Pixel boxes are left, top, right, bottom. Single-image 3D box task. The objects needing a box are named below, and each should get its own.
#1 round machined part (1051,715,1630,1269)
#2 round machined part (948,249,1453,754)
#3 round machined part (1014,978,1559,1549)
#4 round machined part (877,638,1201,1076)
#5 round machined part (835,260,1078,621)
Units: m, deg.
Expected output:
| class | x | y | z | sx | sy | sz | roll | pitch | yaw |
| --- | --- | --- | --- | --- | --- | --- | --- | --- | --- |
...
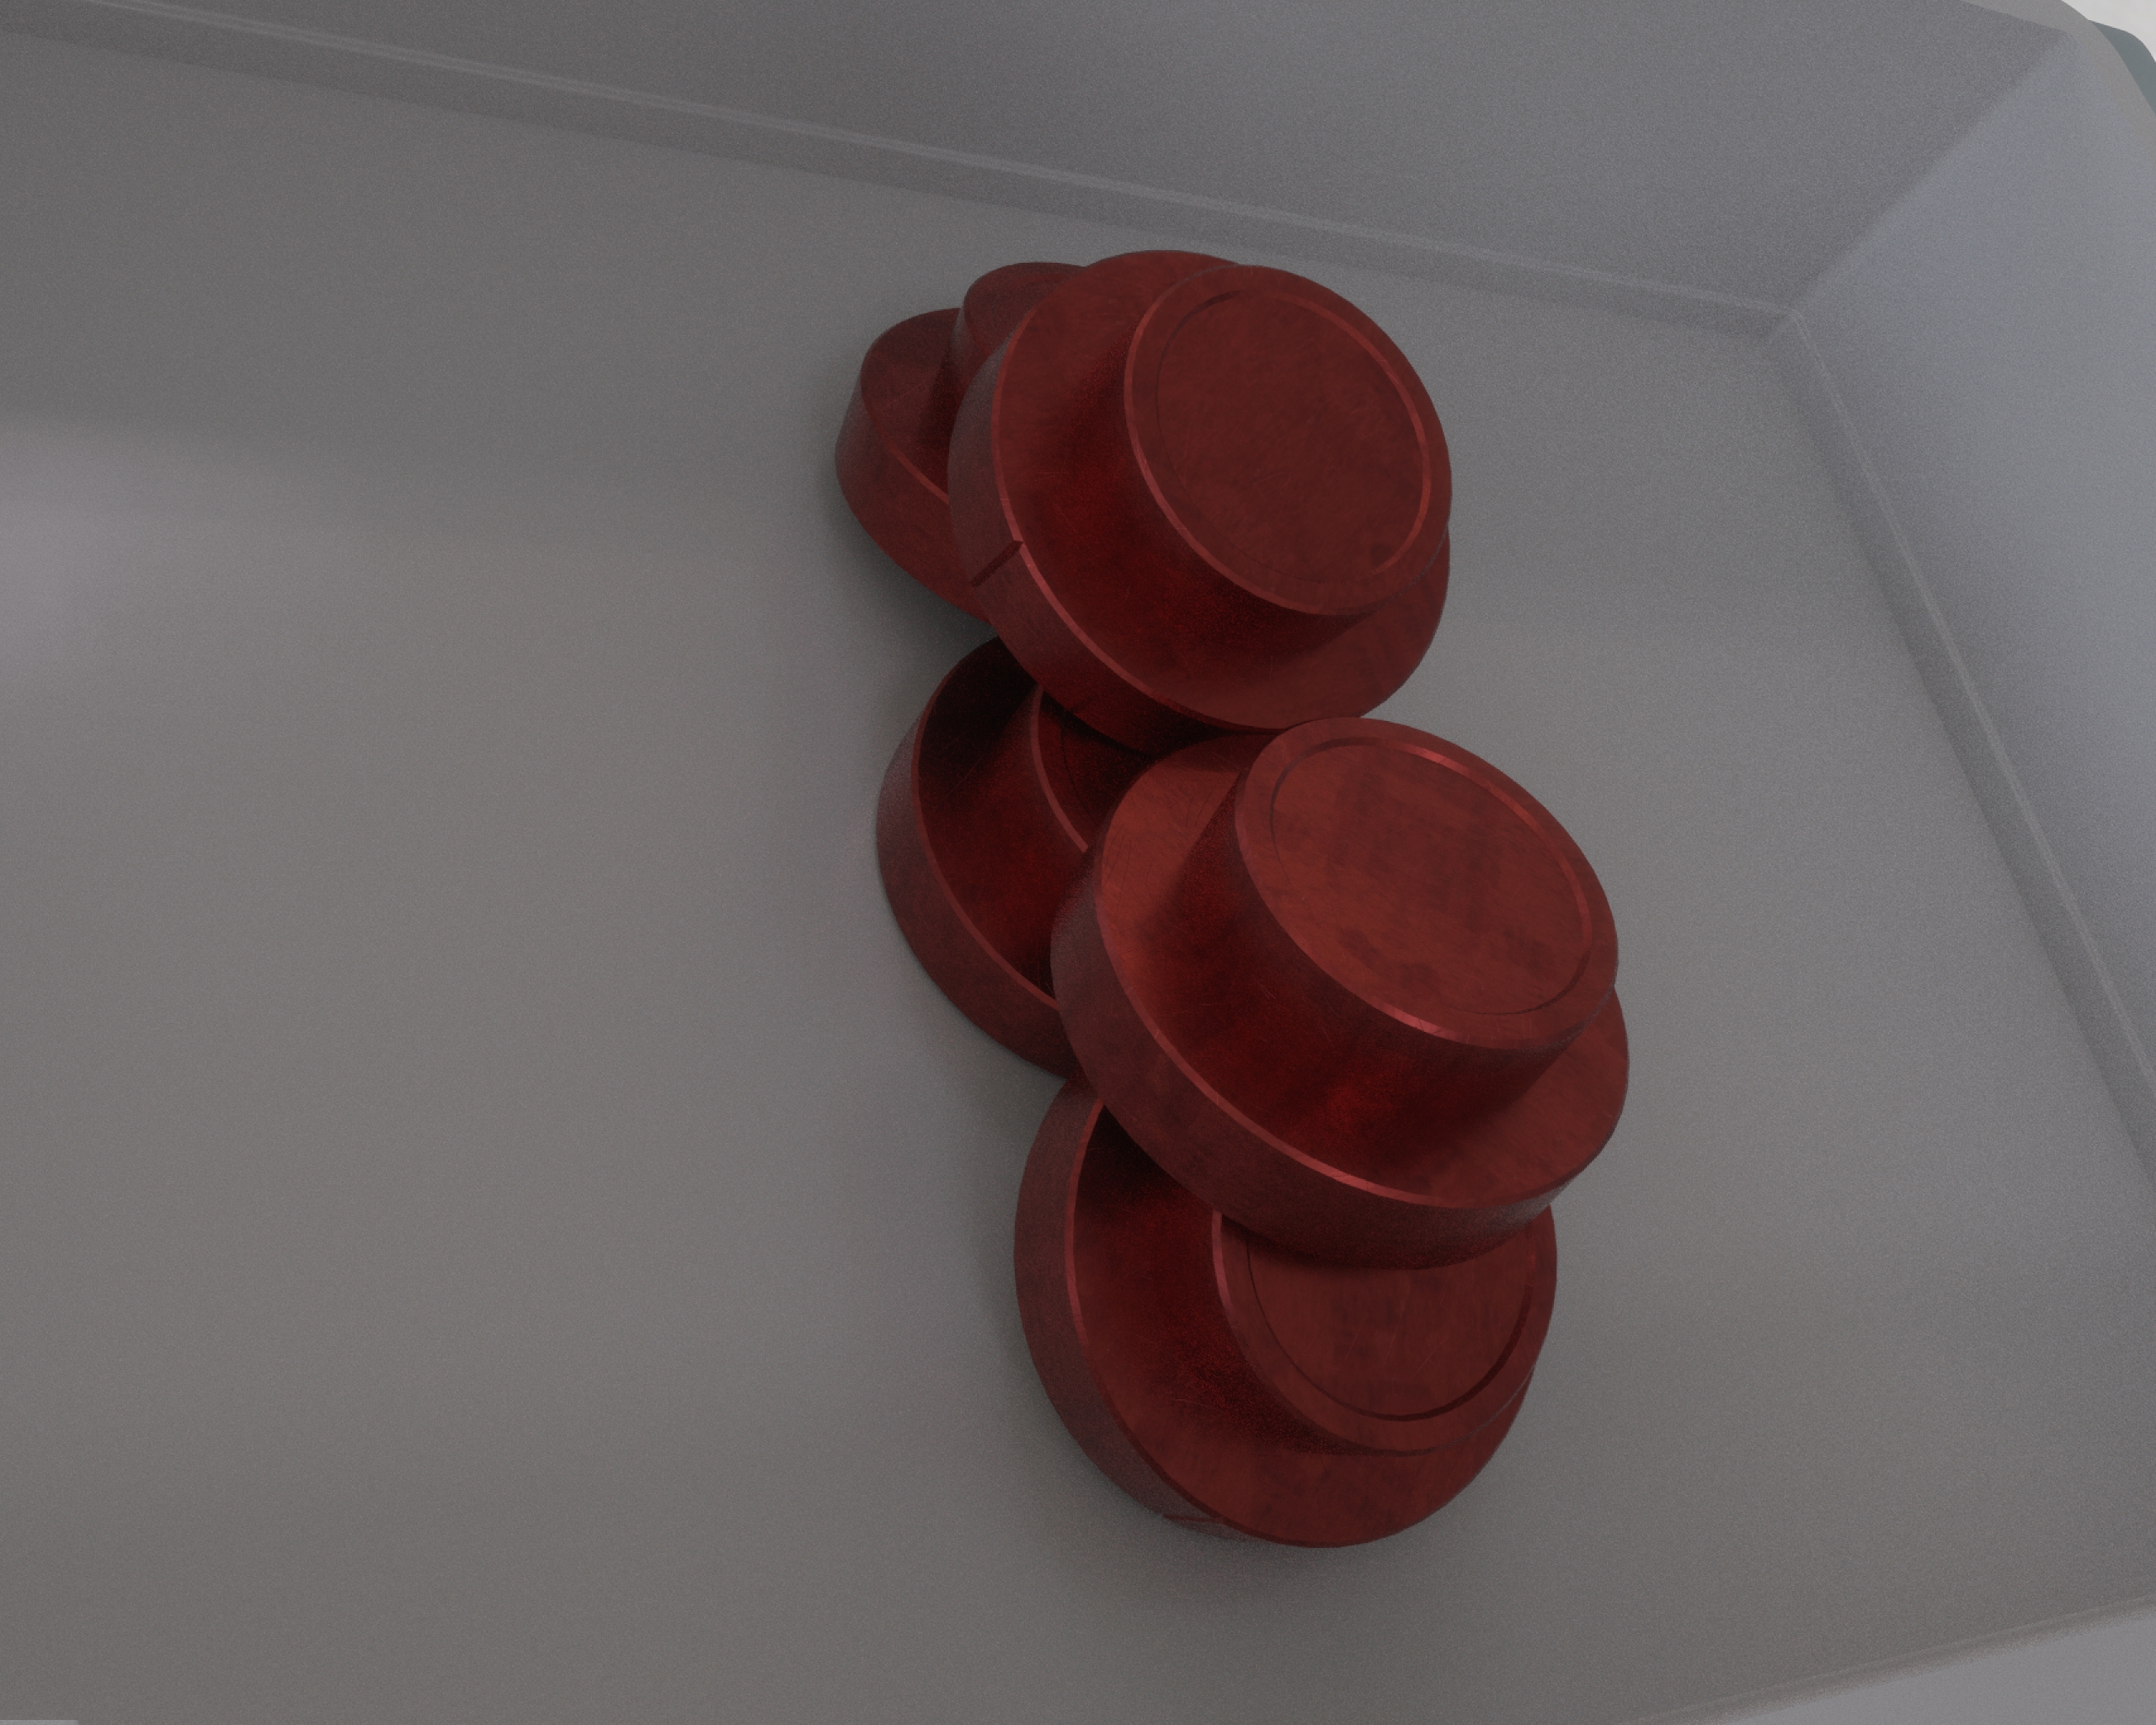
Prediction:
| class | x | y | z | sx | sy | sz | roll | pitch | yaw |
| --- | --- | --- | --- | --- | --- | --- | --- | --- | --- |
| round machined part | 0.049 | 0.014 | 0.345 | 0.099 | 0.042 | 0.098 | 15 | 45 | -16 |
| round machined part | 0.029 | -0.070 | 0.385 | 0.099 | 0.042 | 0.098 | 9 | 70 | -26 |
| round machined part | 0.042 | 0.066 | 0.357 | 0.099 | 0.042 | 0.098 | 8 | 73 | -26 |
| round machined part | 0.014 | -0.008 | 0.405 | 0.099 | 0.042 | 0.098 | 14 | 55 | -20 |
| round machined part | 0.003 | -0.089 | 0.434 | 0.099 | 0.042 | 0.098 | 15 | 40 | -13 |
